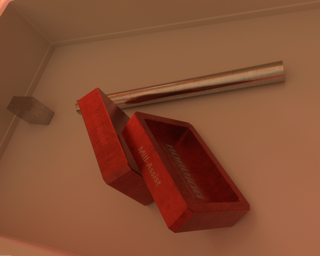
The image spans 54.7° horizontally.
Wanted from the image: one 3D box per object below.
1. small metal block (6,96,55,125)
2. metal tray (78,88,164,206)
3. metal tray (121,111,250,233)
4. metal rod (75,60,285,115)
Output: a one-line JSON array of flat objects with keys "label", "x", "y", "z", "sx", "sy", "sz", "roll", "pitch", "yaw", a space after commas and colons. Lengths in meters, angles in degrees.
[{"label": "small metal block", "x": -0.216, "y": -0.029, "z": 0.518, "sx": 0.050, "sy": 0.050, "sz": 0.025, "roll": 4, "pitch": 64, "yaw": 30}, {"label": "metal tray", "x": -0.047, "y": 0.021, "z": 0.373, "sx": 0.030, "sy": 0.090, "sz": 0.130, "roll": -34, "pitch": 52, "yaw": 7}, {"label": "metal tray", "x": 0.024, "y": 0.041, "z": 0.323, "sx": 0.030, "sy": 0.091, "sz": 0.130, "roll": -55, "pitch": 46, "yaw": 26}, {"label": "metal rod", "x": 0.011, "y": -0.050, "z": 0.429, "sx": 0.301, "sy": 0.025, "sz": 0.025, "roll": -7, "pitch": 59, "yaw": 23}]
